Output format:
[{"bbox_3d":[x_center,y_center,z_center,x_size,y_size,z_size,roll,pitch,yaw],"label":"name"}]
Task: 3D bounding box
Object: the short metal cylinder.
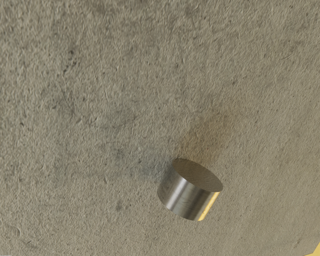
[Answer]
[{"bbox_3d":[0.043,0.087,0.448,0.081,0.080,0.050,15,111,-34],"label":"short metal cylinder"}]
